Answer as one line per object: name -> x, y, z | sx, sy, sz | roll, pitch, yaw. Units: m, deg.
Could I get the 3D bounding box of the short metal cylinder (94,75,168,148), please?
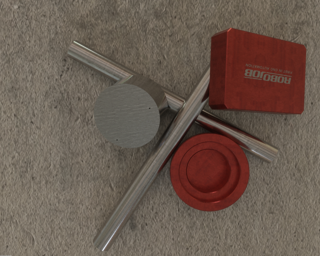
short metal cylinder -> -0.034, -0.022, 0.385 | 0.080, 0.050, 0.079 | 4, 111, 11

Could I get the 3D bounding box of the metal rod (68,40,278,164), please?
metal rod -> 0.017, -0.034, 0.412 | 0.301, 0.025, 0.025 | 28, 90, 0

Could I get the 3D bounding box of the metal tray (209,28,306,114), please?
metal tray -> 0.123, -0.064, 0.381 | 0.131, 0.030, 0.089 | 2, 90, -28

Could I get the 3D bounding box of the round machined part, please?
round machined part -> 0.062, 0.055, 0.403 | 0.099, 0.042, 0.097 | 0, 90, 0

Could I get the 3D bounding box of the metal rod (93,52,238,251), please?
metal rod -> 0.004, 0.030, 0.394 | 0.025, 0.025, 0.299 | 33, 96, 0
